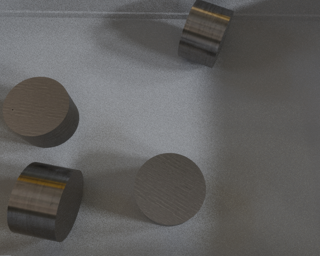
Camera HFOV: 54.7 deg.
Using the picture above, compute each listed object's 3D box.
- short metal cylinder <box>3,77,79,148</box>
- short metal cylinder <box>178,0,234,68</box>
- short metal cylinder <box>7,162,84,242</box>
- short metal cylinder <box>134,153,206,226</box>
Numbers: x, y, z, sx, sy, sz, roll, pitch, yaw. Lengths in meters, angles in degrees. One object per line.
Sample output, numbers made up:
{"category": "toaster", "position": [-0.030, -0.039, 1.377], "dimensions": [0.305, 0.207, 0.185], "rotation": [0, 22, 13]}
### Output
{"category": "short metal cylinder", "position": [-0.151, -0.019, 0.402], "dimensions": [0.081, 0.050, 0.080], "rotation": [0, 70, 0]}
{"category": "short metal cylinder", "position": [0.063, -0.129, 0.428], "dimensions": [0.050, 0.080, 0.080], "rotation": [22, 72, 8]}
{"category": "short metal cylinder", "position": [-0.125, 0.082, 0.349], "dimensions": [0.050, 0.080, 0.080], "rotation": [10, 70, 4]}
{"category": "short metal cylinder", "position": [0.011, 0.075, 0.369], "dimensions": [0.081, 0.050, 0.080], "rotation": [0, 70, 0]}
